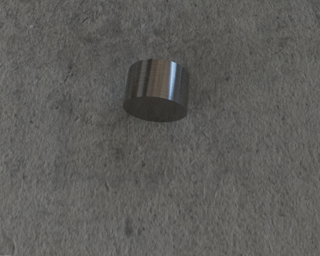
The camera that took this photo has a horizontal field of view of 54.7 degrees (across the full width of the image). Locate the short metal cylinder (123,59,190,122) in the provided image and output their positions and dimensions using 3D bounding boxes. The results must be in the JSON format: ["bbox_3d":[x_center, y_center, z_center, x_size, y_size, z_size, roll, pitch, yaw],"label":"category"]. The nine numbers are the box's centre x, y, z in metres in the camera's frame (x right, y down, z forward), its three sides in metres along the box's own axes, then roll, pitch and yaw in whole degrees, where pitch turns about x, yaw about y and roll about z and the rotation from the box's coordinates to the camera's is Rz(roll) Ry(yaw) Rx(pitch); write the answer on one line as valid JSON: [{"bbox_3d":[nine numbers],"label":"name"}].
[{"bbox_3d":[-0.004,-0.045,0.395,0.080,0.080,0.050,6,70,2],"label":"short metal cylinder"}]
